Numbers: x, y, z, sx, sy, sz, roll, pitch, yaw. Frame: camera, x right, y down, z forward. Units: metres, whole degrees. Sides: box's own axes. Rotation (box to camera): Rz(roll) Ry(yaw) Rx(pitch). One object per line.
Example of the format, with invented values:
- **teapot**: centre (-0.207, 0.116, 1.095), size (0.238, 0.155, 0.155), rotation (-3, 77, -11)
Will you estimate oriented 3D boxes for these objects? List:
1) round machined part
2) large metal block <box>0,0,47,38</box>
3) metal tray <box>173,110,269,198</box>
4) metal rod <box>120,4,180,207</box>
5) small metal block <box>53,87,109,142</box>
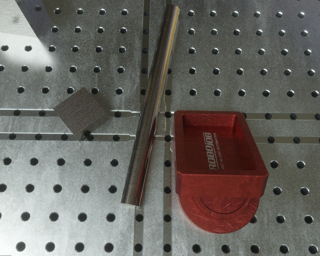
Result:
- **round machined part**: centre (0.072, 0.077, 0.376), size (0.099, 0.042, 0.098), rotation (0, 70, -1)
- **large metal block**: centre (-0.223, -0.181, 0.446), size (0.080, 0.080, 0.050), rotation (9, 70, 3)
- **metal tray**: centre (0.062, 0.024, 0.361), size (0.091, 0.030, 0.130), rotation (1, 32, 0)
- **metal rod**: centre (-0.008, -0.044, 0.427), size (0.025, 0.025, 0.299), rotation (10, 70, 3)
- **small metal block**: centre (-0.106, -0.019, 0.417), size (0.050, 0.025, 0.050), rotation (-39, 75, -13)
